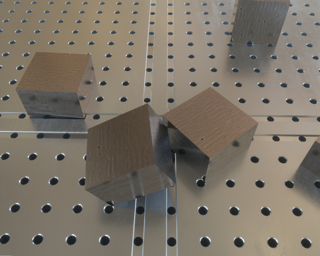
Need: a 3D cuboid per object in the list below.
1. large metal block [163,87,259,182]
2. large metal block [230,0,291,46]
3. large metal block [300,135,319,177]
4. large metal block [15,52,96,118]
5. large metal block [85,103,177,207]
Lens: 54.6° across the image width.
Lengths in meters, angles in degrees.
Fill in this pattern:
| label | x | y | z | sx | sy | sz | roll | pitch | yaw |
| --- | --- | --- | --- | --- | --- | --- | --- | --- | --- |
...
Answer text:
| label | x | y | z | sx | sy | sz | roll | pitch | yaw |
| --- | --- | --- | --- | --- | --- | --- | --- | --- | --- |
| large metal block | 0.060 | 0.005 | 0.388 | 0.080 | 0.050 | 0.080 | -32 | 57 | -24 |
| large metal block | 0.169 | -0.194 | 0.536 | 0.080 | 0.080 | 0.050 | 6 | 50 | 5 |
| large metal block | 0.231 | 0.030 | 0.367 | 0.080 | 0.050 | 0.080 | 37 | 59 | 27 |
| large metal block | -0.143 | -0.062 | 0.443 | 0.080 | 0.050 | 0.080 | 3 | 50 | 3 |
| large metal block | -0.034 | 0.031 | 0.346 | 0.080 | 0.050 | 0.080 | -22 | 48 | 16 |
